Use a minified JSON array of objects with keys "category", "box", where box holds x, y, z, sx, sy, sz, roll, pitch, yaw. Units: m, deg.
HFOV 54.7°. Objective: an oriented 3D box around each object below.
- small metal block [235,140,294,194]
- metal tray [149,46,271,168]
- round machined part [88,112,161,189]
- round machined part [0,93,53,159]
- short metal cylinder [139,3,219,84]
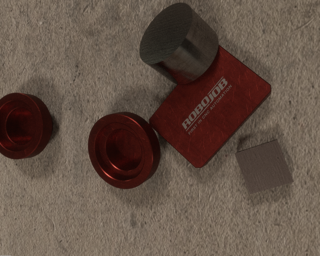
[{"category":"small metal block","box":[0.123,0.045,0.366,0.050,0.025,0.050,-21,83,18]},{"category":"metal tray","box":[0.060,-0.026,0.385,0.090,0.030,0.130,43,103,14]},{"category":"round machined part","box":[-0.043,0.027,0.407,0.098,0.042,0.097,6,103,27]},{"category":"round machined part","box":[-0.204,-0.003,0.470,0.098,0.042,0.097,0,90,19]},{"category":"short metal cylinder","box":[0.022,-0.099,0.368,0.080,0.050,0.080,-24,53,36]}]
